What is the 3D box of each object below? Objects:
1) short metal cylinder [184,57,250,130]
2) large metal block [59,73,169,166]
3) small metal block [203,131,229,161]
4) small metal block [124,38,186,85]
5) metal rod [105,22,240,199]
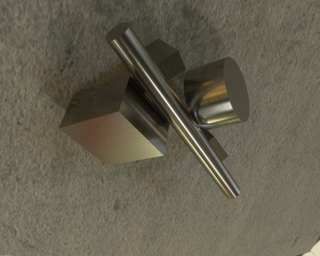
[{"bbox_3d":[0.071,-0.041,0.380,0.050,0.080,0.080,-14,139,32],"label":"short metal cylinder"},{"bbox_3d":[-0.047,-0.005,0.342,0.080,0.050,0.080,-13,138,30],"label":"large metal block"},{"bbox_3d":[0.064,0.021,0.438,0.025,0.050,0.050,-42,130,0],"label":"small metal block"},{"bbox_3d":[-0.008,-0.071,0.346,0.050,0.050,0.025,-34,129,-7],"label":"small metal block"},{"bbox_3d":[0.035,0.005,0.367,0.025,0.025,0.300,-40,130,-1],"label":"metal rod"}]
